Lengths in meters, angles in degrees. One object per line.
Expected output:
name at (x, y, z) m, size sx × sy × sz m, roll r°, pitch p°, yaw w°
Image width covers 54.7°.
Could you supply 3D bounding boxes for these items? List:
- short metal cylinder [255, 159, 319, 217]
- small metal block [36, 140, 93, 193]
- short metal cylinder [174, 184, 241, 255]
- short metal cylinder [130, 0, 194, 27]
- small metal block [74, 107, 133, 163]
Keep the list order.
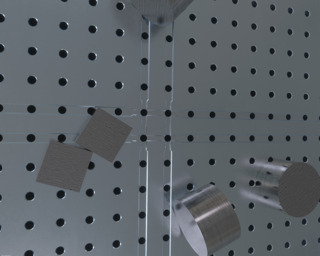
short metal cylinder at (0.195, 0.089, 0.472) m, size 0.081 × 0.050 × 0.079 m, roll 0°, pitch 90°, yaw -20°
small metal block at (-0.114, 0.045, 0.371) m, size 0.050 × 0.025 × 0.050 m, roll 20°, pitch 84°, yaw -19°
short metal cylinder at (0.060, 0.120, 0.406) m, size 0.050 × 0.080 × 0.080 m, roll -22°, pitch 98°, yaw -19°
short metal cylinder at (0.001, -0.175, 0.384) m, size 0.080 × 0.080 × 0.050 m, roll 45°, pitch 76°, yaw -15°
small metal block at (-0.071, 0.009, 0.387) m, size 0.050 × 0.025 × 0.050 m, roll 33°, pitch 79°, yaw -17°
